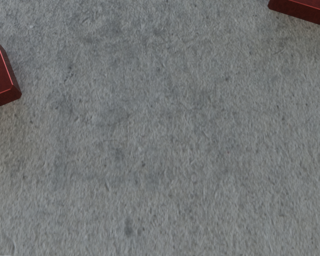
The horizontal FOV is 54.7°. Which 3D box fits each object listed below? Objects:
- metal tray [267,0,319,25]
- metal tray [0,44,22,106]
[{"bbox_3d":[0.236,-0.236,0.495,0.090,0.030,0.130,21,71,7],"label":"metal tray"},{"bbox_3d":[-0.270,-0.059,0.424,0.131,0.030,0.090,-25,72,-9],"label":"metal tray"}]
